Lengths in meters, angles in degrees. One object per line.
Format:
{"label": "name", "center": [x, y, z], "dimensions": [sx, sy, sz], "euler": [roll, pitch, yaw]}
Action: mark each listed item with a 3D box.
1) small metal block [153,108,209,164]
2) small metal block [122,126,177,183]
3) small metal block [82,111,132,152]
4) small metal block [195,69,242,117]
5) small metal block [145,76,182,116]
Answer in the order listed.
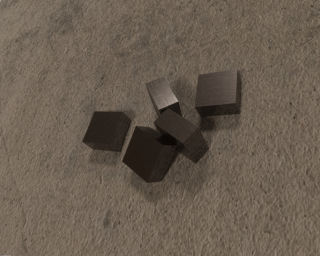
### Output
{"label": "small metal block", "center": [0.026, 0.009, 0.366], "dimensions": [0.025, 0.050, 0.050], "euler": [-47, 52, -10]}
{"label": "small metal block", "center": [-0.014, 0.031, 0.378], "dimensions": [0.050, 0.025, 0.050], "euler": [34, 108, 38]}
{"label": "small metal block", "center": [-0.075, 0.004, 0.439], "dimensions": [0.050, 0.025, 0.050], "euler": [3, 63, 29]}
{"label": "small metal block", "center": [0.074, -0.043, 0.391], "dimensions": [0.050, 0.025, 0.050], "euler": [-4, 60, 25]}
{"label": "small metal block", "center": [0.007, -0.029, 0.398], "dimensions": [0.025, 0.050, 0.050], "euler": [-24, 51, -3]}
